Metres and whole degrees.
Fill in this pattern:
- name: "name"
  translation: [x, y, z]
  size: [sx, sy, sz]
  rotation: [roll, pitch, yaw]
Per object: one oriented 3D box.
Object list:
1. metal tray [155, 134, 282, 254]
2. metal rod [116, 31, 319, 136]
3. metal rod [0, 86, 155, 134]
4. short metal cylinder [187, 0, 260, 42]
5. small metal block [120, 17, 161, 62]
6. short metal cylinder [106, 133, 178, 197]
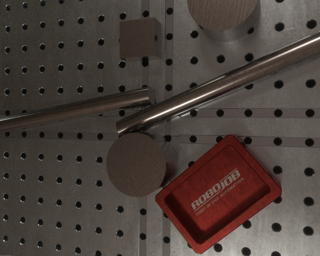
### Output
- name: "metal tray"
  translation: [0.070, 0.081, 0.384]
  size: [0.130, 0.030, 0.090]
  rotation: [-43, 77, 14]
- name: "metal rod"
  translation: [0.078, -0.053, 0.384]
  size: [0.300, 0.025, 0.025]
  rotation: [-23, 83, 18]
- name: "metal rod"
  translation: [-0.152, -0.021, 0.464]
  size: [0.301, 0.025, 0.025]
  rotation: [-9, 87, 19]
- name: "short metal cylinder"
  translation: [0.078, -0.149, 0.372]
  size: [0.080, 0.050, 0.079]
  rotation: [0, 90, 19]
- name: "small metal block"
  translation: [-0.026, -0.119, 0.421]
  size: [0.050, 0.025, 0.050]
  rotation: [0, 90, 19]
- name: "short metal cylinder"
  translation: [-0.022, 0.045, 0.406]
  size: [0.080, 0.050, 0.079]
  rotation: [0, 90, 19]
